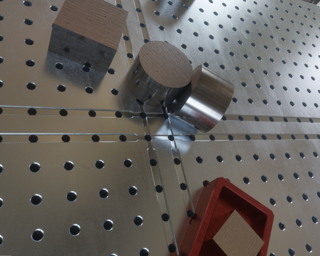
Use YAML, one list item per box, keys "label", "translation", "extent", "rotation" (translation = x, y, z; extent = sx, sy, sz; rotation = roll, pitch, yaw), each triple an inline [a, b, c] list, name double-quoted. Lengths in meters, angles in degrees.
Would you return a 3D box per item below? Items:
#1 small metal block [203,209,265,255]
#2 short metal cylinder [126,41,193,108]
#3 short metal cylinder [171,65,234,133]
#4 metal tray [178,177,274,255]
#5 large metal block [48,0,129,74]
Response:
- label: "small metal block"
  translation: [0.084, 0.132, 0.356]
  extent: [0.050, 0.025, 0.050]
  rotation: [49, 51, 6]
- label: "short metal cylinder"
  translation: [-0.001, -0.076, 0.438]
  extent: [0.081, 0.050, 0.080]
  rotation: [14, 56, -21]
- label: "short metal cylinder"
  translation: [0.057, -0.040, 0.428]
  extent: [0.050, 0.080, 0.080]
  rotation: [28, 52, -11]
- label: "metal tray"
  translation: [0.080, 0.134, 0.365]
  extent: [0.090, 0.030, 0.130]
  rotation: [35, 51, -5]
- label: "large metal block"
  translation: [-0.096, -0.132, 0.421]
  extent: [0.080, 0.050, 0.080]
  rotation: [20, 54, -17]
